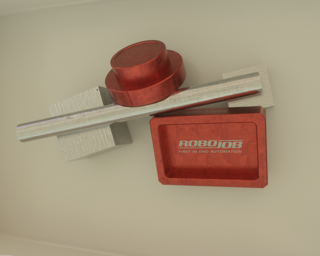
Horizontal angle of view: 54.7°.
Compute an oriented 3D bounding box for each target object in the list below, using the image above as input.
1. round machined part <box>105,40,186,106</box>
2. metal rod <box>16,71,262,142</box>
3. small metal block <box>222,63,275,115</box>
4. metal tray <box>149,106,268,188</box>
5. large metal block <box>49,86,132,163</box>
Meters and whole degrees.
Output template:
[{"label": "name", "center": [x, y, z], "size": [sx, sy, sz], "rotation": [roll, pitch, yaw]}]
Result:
[{"label": "round machined part", "center": [-0.021, -0.072, 0.374], "size": [0.098, 0.098, 0.042], "rotation": [-5, 129, 19]}, {"label": "metal rod", "center": [-0.034, -0.022, 0.372], "size": [0.301, 0.025, 0.025], "rotation": [-11, 86, 12]}, {"label": "small metal block", "center": [0.106, -0.045, 0.371], "size": [0.050, 0.025, 0.050], "rotation": [-12, 86, 19]}, {"label": "metal tray", "center": [0.059, 0.023, 0.370], "size": [0.130, 0.030, 0.089], "rotation": [-2, 109, 19]}, {"label": "large metal block", "center": [-0.095, -0.004, 0.427], "size": [0.080, 0.050, 0.080], "rotation": [-19, 84, 18]}]
